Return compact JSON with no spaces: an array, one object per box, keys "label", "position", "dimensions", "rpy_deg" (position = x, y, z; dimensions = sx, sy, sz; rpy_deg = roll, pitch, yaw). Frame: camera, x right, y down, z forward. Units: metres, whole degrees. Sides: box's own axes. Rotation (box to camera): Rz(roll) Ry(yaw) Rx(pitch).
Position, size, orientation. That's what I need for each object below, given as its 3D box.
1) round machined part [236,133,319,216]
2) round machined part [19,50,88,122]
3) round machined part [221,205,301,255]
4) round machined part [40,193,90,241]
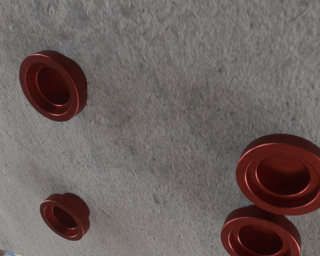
[{"label":"round machined part","position":[0.140,0.048,0.351],"dimensions":[0.098,0.042,0.097],"rpy_deg":[13,124,20]},{"label":"round machined part","position":[-0.141,-0.061,0.430],"dimensions":[0.098,0.042,0.097],"rpy_deg":[13,124,20]},{"label":"round machined part","position":[0.134,0.141,0.412],"dimensions":[0.098,0.042,0.097],"rpy_deg":[13,124,20]},{"label":"round machined part","position":[-0.173,0.161,0.584],"dimensions":[0.098,0.042,0.097],"rpy_deg":[13,124,20]}]
